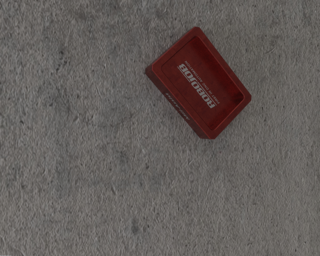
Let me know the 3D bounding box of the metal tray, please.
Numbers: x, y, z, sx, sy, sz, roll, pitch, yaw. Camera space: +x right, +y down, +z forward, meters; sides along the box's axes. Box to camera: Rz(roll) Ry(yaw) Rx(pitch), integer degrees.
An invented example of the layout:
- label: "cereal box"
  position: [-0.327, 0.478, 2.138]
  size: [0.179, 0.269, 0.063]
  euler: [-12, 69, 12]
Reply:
- label: "metal tray"
  position: [0.055, -0.059, 0.426]
  size: [0.090, 0.030, 0.130]
  euler: [-45, 104, -14]
